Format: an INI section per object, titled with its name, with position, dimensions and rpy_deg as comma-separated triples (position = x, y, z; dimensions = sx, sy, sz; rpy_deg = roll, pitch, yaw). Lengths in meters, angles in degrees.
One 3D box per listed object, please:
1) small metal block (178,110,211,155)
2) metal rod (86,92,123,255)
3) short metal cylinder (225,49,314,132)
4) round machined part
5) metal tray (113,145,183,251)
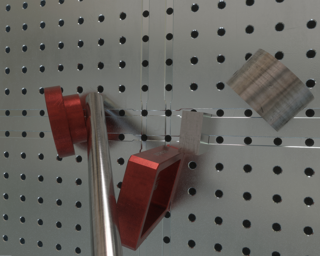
[small metal block]
position = 0.044, 0.005, 0.383
dimensions = 0.025, 0.050, 0.050
rpy_deg = 7, 92, 19
[metal rod]
position = -0.064, 0.045, 0.329
dimensions = 0.025, 0.025, 0.300
rpy_deg = -41, 35, 15
[short metal cylinder]
position = 0.119, -0.041, 0.341
dimensions = 0.050, 0.080, 0.080
rpy_deg = -46, 76, 14
[round machined part]
position = -0.127, -0.011, 0.427
dimensions = 0.042, 0.098, 0.097
rpy_deg = -12, 85, -16
[metal tray]
position = -0.010, 0.071, 0.358
dimensions = 0.030, 0.130, 0.089
rpy_deg = 17, 96, 14
